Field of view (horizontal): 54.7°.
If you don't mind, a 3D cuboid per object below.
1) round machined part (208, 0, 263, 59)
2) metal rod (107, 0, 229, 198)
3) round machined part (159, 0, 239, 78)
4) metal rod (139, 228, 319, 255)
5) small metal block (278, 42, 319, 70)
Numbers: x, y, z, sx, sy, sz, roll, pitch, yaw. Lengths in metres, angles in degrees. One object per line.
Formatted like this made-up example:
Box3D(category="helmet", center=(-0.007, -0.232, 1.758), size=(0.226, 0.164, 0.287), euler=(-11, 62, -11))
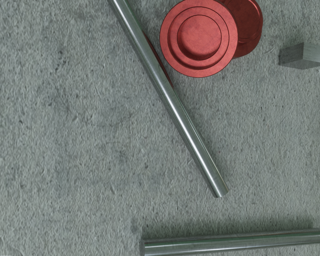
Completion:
Box3D(category="round machined part", center=(0.105, -0.150, 0.439), size=(0.099, 0.042, 0.097), euler=(0, 90, -20))
Box3D(category="metal rod", center=(0.016, -0.037, 0.415), size=(0.025, 0.025, 0.299), euler=(-32, 101, -17))
Box3D(category="round machined part", center=(0.052, -0.118, 0.402), size=(0.098, 0.042, 0.097), euler=(6, 115, 14))
Box3D(category="metal rod", center=(0.118, 0.166, 0.453), size=(0.302, 0.025, 0.025), euler=(4, 89, -20))
Box3D(category="small metal block", center=(0.221, -0.110, 0.478), size=(0.050, 0.050, 0.025), euler=(5, 89, -20))
